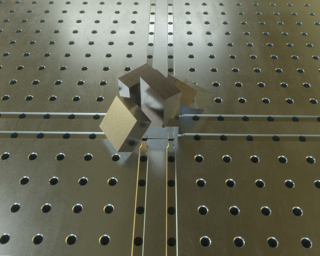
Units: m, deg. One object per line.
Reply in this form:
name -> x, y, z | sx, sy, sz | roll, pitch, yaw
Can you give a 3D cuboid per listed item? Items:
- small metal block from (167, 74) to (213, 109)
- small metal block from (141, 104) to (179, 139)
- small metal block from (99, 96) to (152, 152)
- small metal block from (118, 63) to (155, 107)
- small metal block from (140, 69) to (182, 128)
small metal block -> 0.038, -0.050, 0.433 | 0.050, 0.025, 0.050 | 35, 19, 26
small metal block -> -0.001, -0.013, 0.418 | 0.050, 0.025, 0.050 | 1, 50, -1
small metal block -> -0.045, -0.005, 0.392 | 0.025, 0.050, 0.050 | 5, 36, -48
small metal block -> -0.030, -0.056, 0.438 | 0.050, 0.050, 0.025 | -34, 58, -25
small metal block -> 0.000, -0.037, 0.390 | 0.025, 0.050, 0.050 | -29, 56, -23
